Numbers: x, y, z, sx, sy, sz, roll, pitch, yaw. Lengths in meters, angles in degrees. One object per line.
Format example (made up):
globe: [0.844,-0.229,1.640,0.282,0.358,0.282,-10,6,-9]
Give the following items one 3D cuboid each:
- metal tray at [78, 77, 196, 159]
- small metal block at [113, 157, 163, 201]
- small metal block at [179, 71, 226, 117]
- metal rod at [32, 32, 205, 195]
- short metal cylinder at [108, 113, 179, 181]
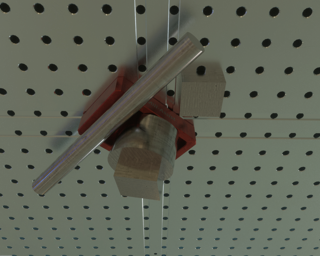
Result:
metal tray: [-0.028,0.003,0.410,0.130,0.030,0.090,33,122,-25]
small metal block: [-0.024,0.062,0.373,0.050,0.025,0.050,6,143,9]
small metal block: [0.050,-0.041,0.377,0.050,0.025,0.050,1,130,-1]
metal rod: [-0.067,0.000,0.370,0.025,0.025,0.299,35,122,-26]
short metal cylinder: [-0.019,0.027,0.388,0.080,0.050,0.080,8,143,6]
